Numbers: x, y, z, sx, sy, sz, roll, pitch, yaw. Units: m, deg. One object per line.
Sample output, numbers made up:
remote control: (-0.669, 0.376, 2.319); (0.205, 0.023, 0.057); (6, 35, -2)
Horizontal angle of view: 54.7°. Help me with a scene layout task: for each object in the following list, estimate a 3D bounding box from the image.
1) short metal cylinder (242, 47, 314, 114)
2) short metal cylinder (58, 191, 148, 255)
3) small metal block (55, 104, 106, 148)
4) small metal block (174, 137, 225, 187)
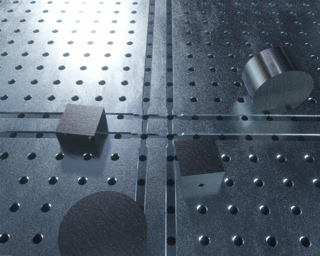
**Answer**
short metal cylinder: (0.160, -0.064, 0.427); (0.081, 0.080, 0.050); (-5, 51, -5)
short metal cylinder: (-0.051, 0.109, 0.299); (0.081, 0.050, 0.080); (0, 50, 0)
small metal block: (-0.103, -0.004, 0.410); (0.050, 0.025, 0.050); (6, 50, 5)
small metal block: (0.045, 0.041, 0.373); (0.050, 0.025, 0.050); (-5, 50, -5)
